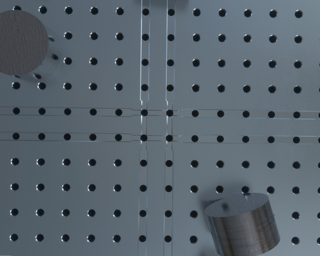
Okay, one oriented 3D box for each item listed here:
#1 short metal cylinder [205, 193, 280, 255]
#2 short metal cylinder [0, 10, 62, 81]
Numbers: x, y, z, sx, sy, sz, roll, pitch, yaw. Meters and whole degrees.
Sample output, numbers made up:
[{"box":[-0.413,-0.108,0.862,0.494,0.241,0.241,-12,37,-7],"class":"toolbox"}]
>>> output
[{"box":[0.102,0.119,0.387,0.080,0.080,0.050,-16,90,0],"class":"short metal cylinder"},{"box":[-0.175,-0.103,0.399,0.081,0.050,0.080,0,90,0],"class":"short metal cylinder"}]
